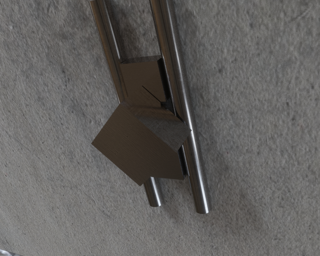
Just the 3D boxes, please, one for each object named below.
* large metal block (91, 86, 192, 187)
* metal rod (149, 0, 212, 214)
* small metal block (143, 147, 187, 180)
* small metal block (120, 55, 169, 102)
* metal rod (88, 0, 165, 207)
[{"bbox_3d":[-0.023,0.011,0.375,0.080,0.050,0.080,42,129,-1],"label":"large metal block"},{"bbox_3d":[0.030,-0.015,0.382,0.025,0.025,0.298,0,119,27],"label":"metal rod"},{"bbox_3d":[0.010,0.042,0.427,0.050,0.025,0.050,1,119,27],"label":"small metal block"},{"bbox_3d":[-0.015,-0.059,0.377,0.050,0.025,0.050,1,119,27],"label":"small metal block"},{"bbox_3d":[-0.037,-0.016,0.417,0.025,0.025,0.298,0,119,27],"label":"metal rod"}]
